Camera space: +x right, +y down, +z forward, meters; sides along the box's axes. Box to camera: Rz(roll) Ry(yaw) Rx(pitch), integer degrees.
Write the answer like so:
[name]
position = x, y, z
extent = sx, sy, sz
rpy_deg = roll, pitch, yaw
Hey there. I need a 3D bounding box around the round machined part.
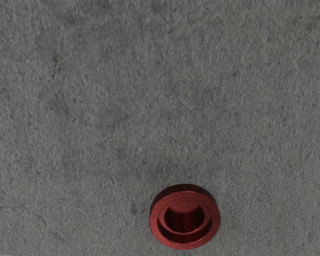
[round machined part]
position = 0.034, 0.122, 0.446
extent = 0.099, 0.042, 0.097
rpy_deg = 0, 110, -1
